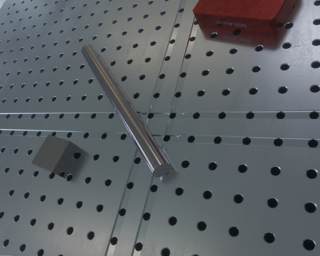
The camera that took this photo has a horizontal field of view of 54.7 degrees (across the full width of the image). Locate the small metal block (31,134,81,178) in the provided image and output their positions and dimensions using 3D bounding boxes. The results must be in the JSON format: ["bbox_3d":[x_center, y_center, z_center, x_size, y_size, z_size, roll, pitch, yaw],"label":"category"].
[{"bbox_3d":[-0.156,0.042,0.465,0.050,0.025,0.050,13,68,33],"label":"small metal block"}]

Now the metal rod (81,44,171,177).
[{"bbox_3d":[-0.064,-0.045,0.469,0.025,0.025,0.300,-37,51,3],"label":"metal rod"}]

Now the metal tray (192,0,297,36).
[{"bbox_3d":[0.125,-0.186,0.454,0.130,0.030,0.090,22,73,36],"label":"metal tray"}]
